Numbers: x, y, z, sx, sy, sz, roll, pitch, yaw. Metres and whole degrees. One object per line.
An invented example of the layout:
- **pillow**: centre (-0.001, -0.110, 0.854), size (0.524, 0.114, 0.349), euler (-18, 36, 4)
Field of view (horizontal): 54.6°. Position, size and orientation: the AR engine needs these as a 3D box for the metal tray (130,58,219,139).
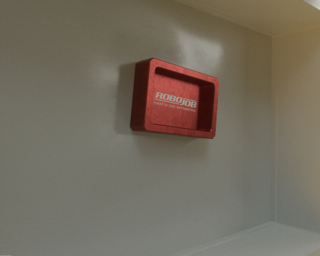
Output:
- **metal tray**: centre (0.025, -0.035, 0.422), size (0.131, 0.030, 0.090), euler (8, 85, -40)
